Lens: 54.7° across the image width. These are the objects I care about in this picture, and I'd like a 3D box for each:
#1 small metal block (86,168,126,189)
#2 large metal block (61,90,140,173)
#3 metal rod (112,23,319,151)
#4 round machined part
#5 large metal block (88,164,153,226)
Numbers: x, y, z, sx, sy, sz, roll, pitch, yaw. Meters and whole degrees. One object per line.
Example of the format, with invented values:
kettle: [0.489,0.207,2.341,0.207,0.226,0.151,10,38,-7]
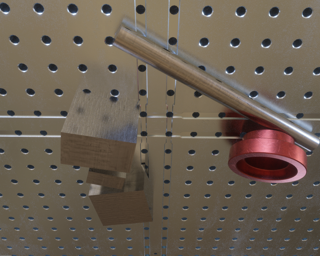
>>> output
small metal block: [-0.074,0.056,0.442,0.050,0.050,0.025,13,129,-11]
large metal block: [-0.070,0.003,0.377,0.081,0.080,0.050,9,130,-8]
metal rod: [0.083,-0.039,0.379,0.302,0.025,0.025,25,126,-20]
round machined part: [0.144,0.036,0.417,0.098,0.042,0.098,11,153,6]
large metal block: [-0.057,0.106,0.485,0.080,0.050,0.080,-7,130,5]
